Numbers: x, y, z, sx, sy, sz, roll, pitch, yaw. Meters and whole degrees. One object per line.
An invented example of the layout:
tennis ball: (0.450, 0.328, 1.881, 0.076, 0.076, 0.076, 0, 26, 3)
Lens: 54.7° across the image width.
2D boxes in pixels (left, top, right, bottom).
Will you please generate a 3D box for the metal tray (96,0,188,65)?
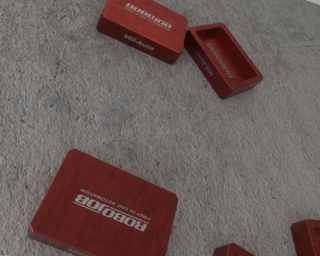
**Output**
metal tray: (-0.024, -0.164, 0.487, 0.131, 0.030, 0.090, 22, 54, -15)

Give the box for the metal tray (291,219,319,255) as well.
metal tray: (0.248, 0.178, 0.424, 0.131, 0.030, 0.090, 12, 57, -22)

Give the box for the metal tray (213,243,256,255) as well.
metal tray: (0.087, 0.202, 0.323, 0.090, 0.030, 0.130, 33, 51, -7)

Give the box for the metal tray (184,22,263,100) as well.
metal tray: (0.106, -0.118, 0.528, 0.091, 0.030, 0.130, -22, 73, -36)

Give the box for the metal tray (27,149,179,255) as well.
metal tray: (-0.052, 0.089, 0.318, 0.131, 0.030, 0.090, 27, 52, -12)
